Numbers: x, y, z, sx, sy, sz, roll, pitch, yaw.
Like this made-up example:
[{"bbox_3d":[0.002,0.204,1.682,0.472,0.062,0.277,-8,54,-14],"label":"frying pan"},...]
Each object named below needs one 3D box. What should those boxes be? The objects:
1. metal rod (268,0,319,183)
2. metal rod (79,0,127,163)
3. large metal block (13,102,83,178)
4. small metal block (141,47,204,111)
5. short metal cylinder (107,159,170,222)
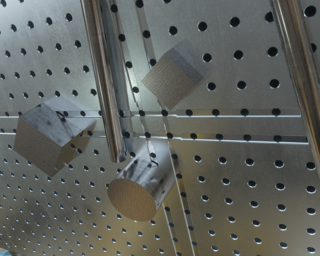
[{"bbox_3d":[0.133,-0.069,0.297,0.025,0.025,0.299,-12,113,33],"label":"metal rod"},{"bbox_3d":[-0.075,-0.083,0.397,0.025,0.025,0.298,9,122,23],"label":"metal rod"},{"bbox_3d":[-0.183,0.020,0.501,0.080,0.050,0.079,35,129,5],"label":"large metal block"},{"bbox_3d":[0.014,-0.057,0.367,0.050,0.025,0.050,44,129,-3],"label":"small metal block"},{"bbox_3d":[-0.031,0.093,0.468,0.080,0.050,0.079,13,124,20],"label":"short metal cylinder"}]
